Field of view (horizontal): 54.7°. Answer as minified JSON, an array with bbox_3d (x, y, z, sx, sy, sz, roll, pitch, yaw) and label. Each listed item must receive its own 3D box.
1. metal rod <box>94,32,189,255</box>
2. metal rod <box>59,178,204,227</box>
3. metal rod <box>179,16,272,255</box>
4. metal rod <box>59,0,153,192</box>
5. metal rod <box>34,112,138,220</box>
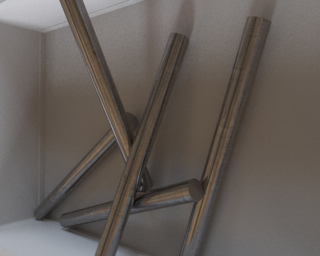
[{"bbox_3d":[-0.024,0.028,0.386,0.025,0.025,0.298,19,90,38],"label":"metal rod"},{"bbox_3d":[-0.062,0.114,0.439,0.299,0.025,0.025,-25,75,42],"label":"metal rod"},{"bbox_3d":[0.067,0.030,0.349,0.025,0.025,0.298,23,104,37],"label":"metal rod"},{"bbox_3d":[-0.069,-0.054,0.383,0.025,0.025,0.298,-6,111,39],"label":"metal rod"},{"bbox_3d":[-0.135,0.075,0.514,0.299,0.025,0.025,-43,64,31],"label":"metal rod"}]
